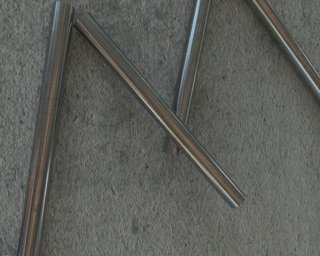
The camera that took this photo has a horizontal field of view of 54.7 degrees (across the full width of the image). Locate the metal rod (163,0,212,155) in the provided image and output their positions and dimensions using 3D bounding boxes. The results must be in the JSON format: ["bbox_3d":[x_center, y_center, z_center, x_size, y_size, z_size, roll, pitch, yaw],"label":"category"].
[{"bbox_3d":[0.046,-0.112,0.425,0.025,0.025,0.298,13,86,-20],"label":"metal rod"}]

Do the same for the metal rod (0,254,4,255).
[{"bbox_3d":[-0.158,0.173,0.350,0.301,0.025,0.025,40,77,-16],"label":"metal rod"}]

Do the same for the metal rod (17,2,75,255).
[{"bbox_3d":[-0.132,0.004,0.360,0.025,0.025,0.298,8,87,-20],"label":"metal rod"}]

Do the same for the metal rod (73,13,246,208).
[{"bbox_3d":[0.003,-0.018,0.387,0.025,0.025,0.300,-42,95,-15],"label":"metal rod"}]

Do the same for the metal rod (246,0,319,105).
[{"bbox_3d":[0.195,-0.134,0.480,0.025,0.025,0.300,-45,104,-14],"label":"metal rod"}]
